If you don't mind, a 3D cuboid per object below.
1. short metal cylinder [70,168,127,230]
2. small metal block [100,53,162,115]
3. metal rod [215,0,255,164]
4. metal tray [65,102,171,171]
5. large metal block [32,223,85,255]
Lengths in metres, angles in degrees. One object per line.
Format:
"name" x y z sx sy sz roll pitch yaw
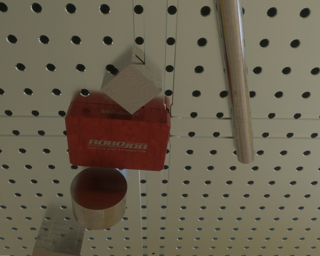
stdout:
"short metal cylinder" -0.090 0.103 0.462 0.081 0.080 0.050 5 130 -4
"small metal block" -0.033 -0.051 0.368 0.050 0.025 0.050 -35 122 26
"metal rod" 0.087 -0.067 0.355 0.025 0.025 0.299 -12 130 9
"metal tray" -0.056 0.014 0.420 0.131 0.030 0.089 4 130 -5
"large metal block" -0.196 0.233 0.591 0.081 0.050 0.079 15 129 -13
